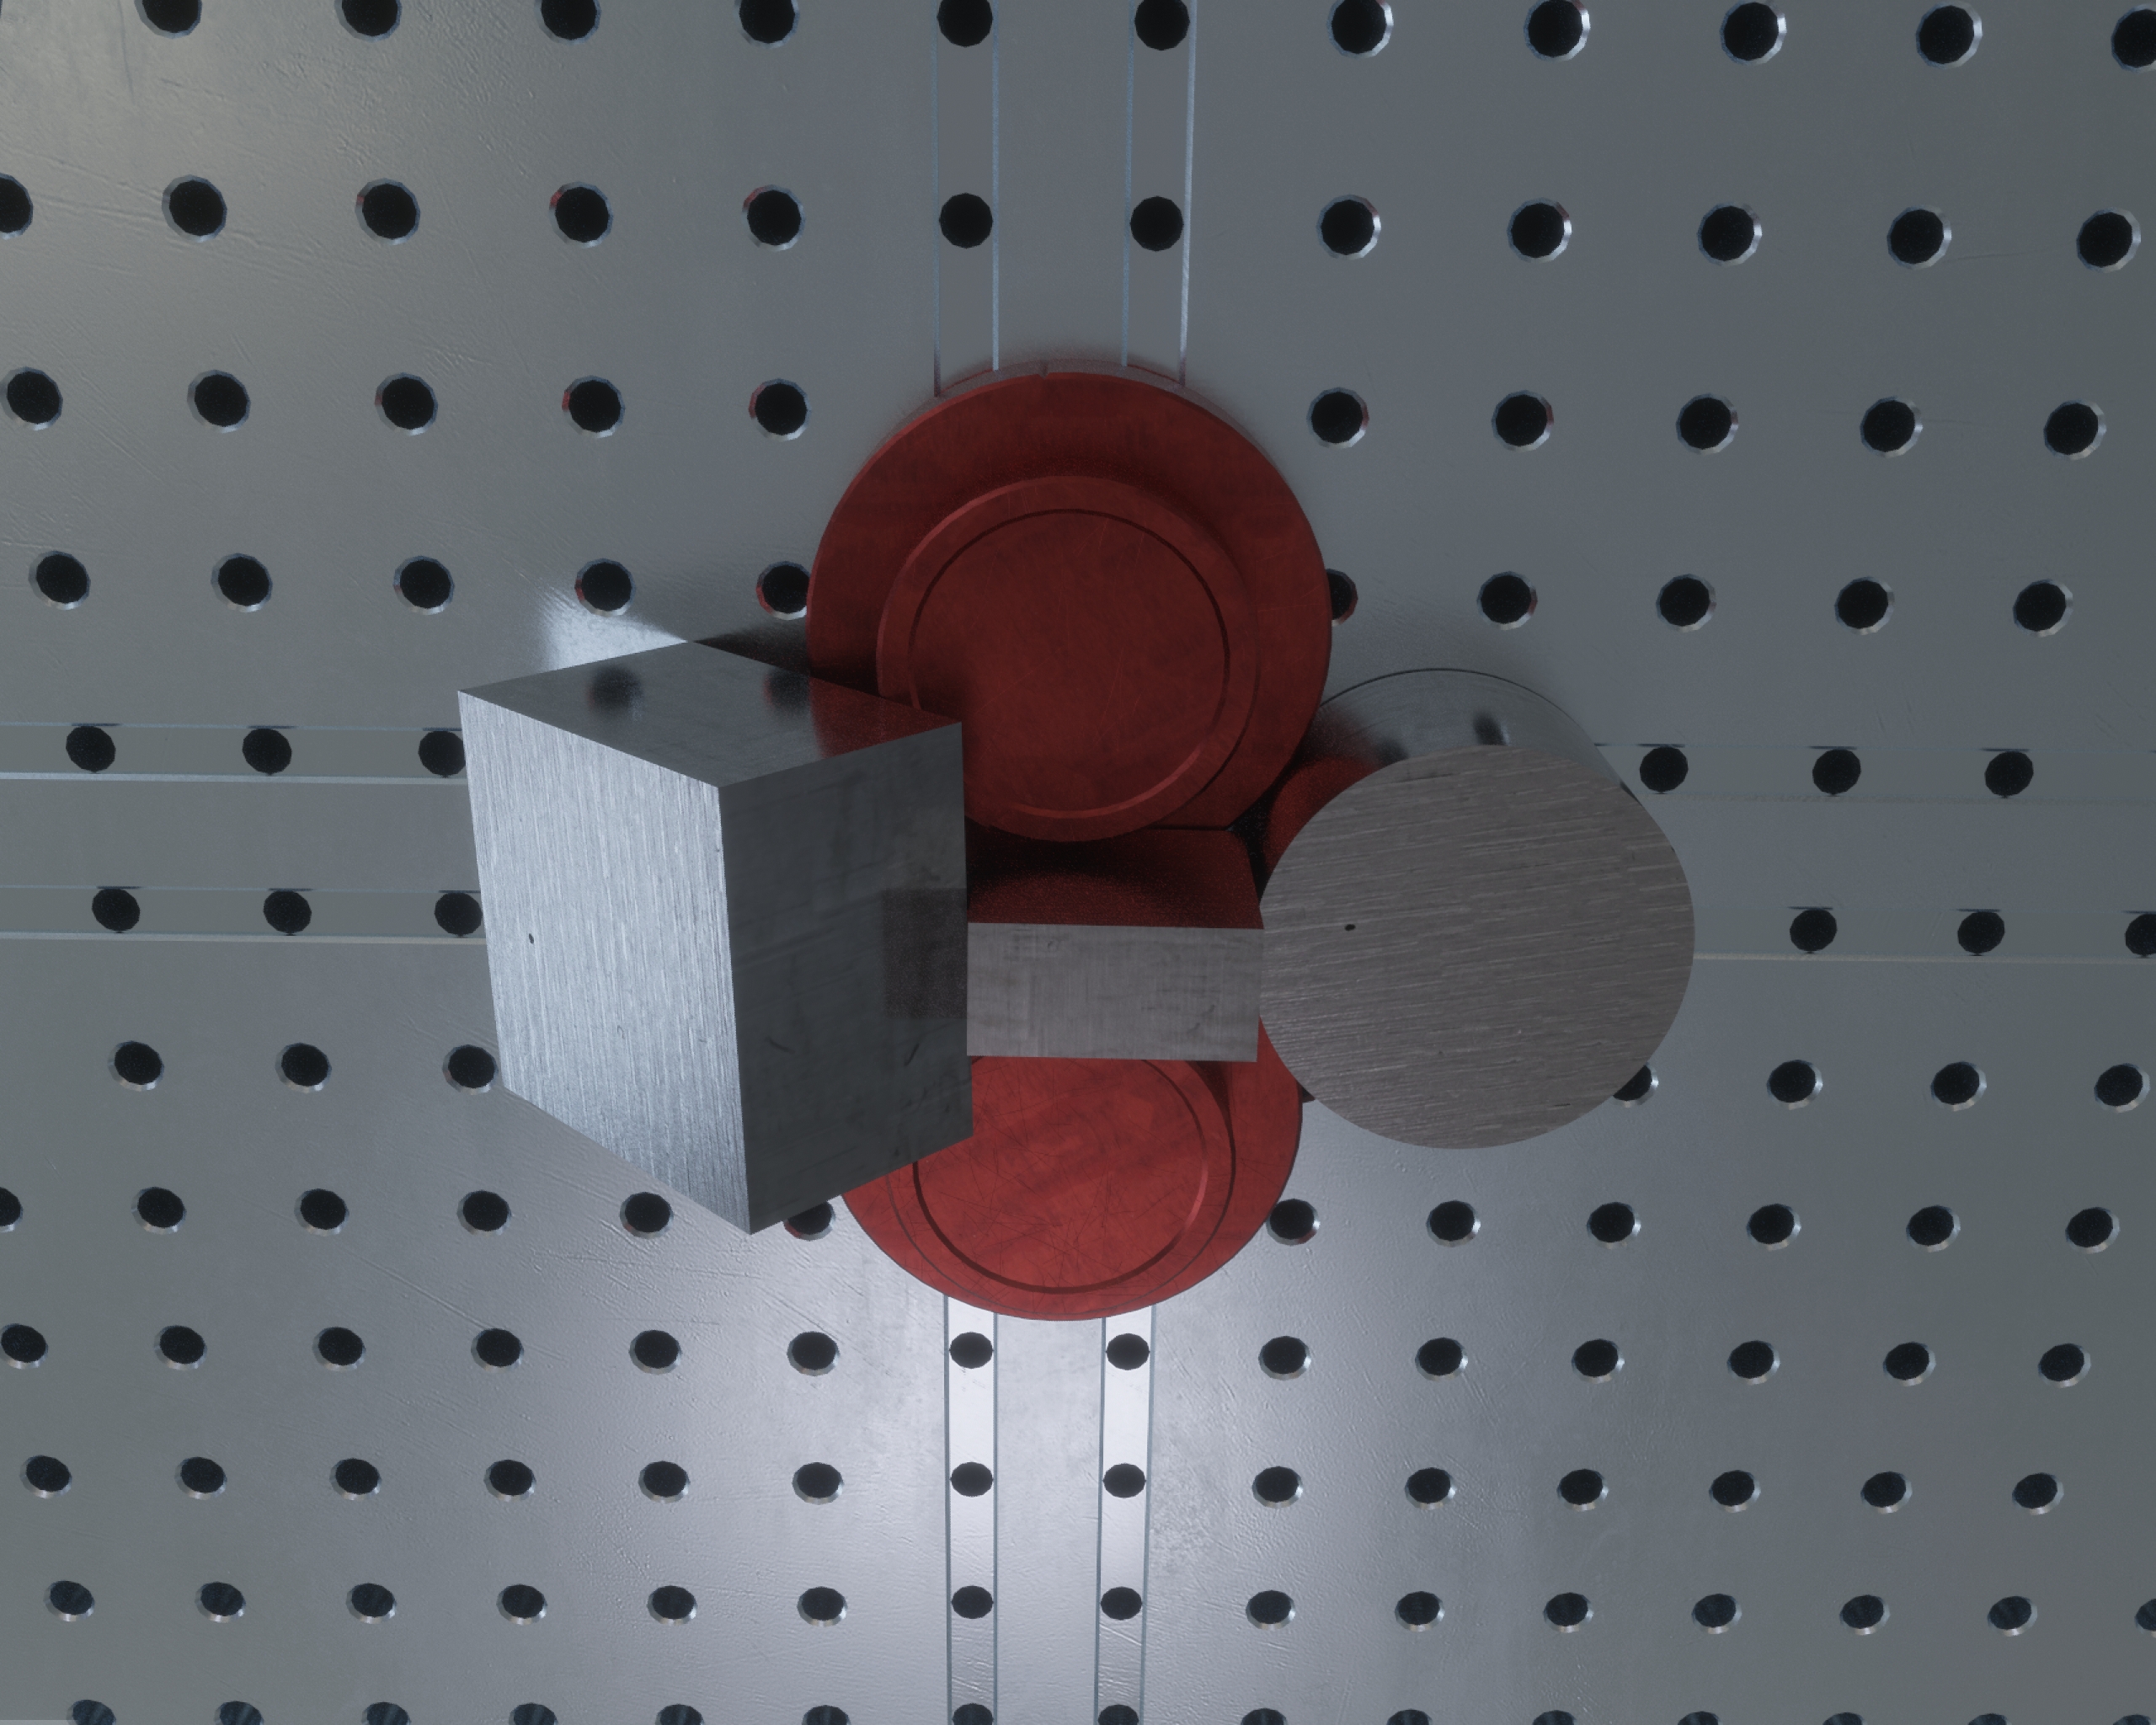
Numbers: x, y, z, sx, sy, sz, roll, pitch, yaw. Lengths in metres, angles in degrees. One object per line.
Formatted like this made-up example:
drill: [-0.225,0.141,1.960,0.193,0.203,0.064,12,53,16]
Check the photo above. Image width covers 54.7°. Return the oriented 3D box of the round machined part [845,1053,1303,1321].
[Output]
round machined part: [-0.003,0.052,0.423,0.099,0.042,0.097,0,110,0]

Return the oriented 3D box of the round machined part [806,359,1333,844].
round machined part: [-0.002,-0.042,0.389,0.099,0.042,0.097,0,110,0]

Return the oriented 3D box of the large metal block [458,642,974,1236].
large metal block: [-0.066,0.010,0.381,0.050,0.080,0.079,-19,118,-41]

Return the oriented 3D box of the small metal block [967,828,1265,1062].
small metal block: [0.006,0.014,0.381,0.050,0.050,0.025,1,110,-1]

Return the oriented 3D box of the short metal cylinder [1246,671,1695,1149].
short metal cylinder: [0.072,0.008,0.402,0.081,0.050,0.079,0,110,0]
